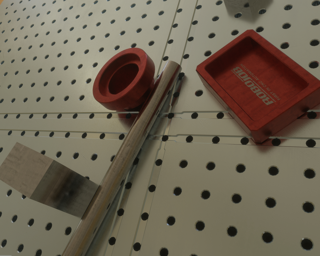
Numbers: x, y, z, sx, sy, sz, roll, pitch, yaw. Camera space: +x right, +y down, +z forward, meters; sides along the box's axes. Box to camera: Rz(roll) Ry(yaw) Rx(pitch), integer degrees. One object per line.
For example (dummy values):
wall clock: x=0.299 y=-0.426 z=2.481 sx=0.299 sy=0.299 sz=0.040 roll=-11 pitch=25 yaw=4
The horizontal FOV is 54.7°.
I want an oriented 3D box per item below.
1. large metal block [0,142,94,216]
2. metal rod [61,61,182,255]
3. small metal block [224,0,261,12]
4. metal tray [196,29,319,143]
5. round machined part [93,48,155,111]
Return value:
large metal block: x=-0.151 y=0.067 z=0.409 sx=0.080 sy=0.080 sz=0.050 roll=16 pitch=71 yaw=34
metal rod: x=-0.045 y=0.037 z=0.407 sx=0.025 sy=0.025 sz=0.300 roll=15 pitch=69 yaw=34
small metal block: x=0.130 y=-0.208 z=0.467 sx=0.050 sy=0.025 sz=0.050 roll=-49 pitch=52 yaw=-7
metal tray: x=0.115 y=-0.056 z=0.378 sx=0.090 sy=0.030 sz=0.130 roll=-35 pitch=51 yaw=4
round machined part: x=-0.048 y=-0.067 z=0.455 sx=0.098 sy=0.042 sz=0.098 roll=-20 pitch=50 yaw=26
